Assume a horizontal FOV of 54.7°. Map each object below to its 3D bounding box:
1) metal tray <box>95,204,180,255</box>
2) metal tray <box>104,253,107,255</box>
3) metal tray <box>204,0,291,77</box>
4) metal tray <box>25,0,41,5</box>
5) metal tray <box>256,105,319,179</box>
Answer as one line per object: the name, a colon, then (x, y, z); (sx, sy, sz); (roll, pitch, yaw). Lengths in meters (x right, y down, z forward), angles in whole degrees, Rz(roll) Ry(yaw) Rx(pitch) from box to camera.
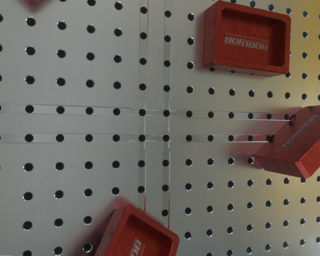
metal tray: (-0.034, 0.169, 0.364); (0.090, 0.030, 0.130); (38, 46, -16)
metal tray: (-0.087, 0.215, 0.336); (0.030, 0.090, 0.130); (39, 87, -16)
metal tray: (0.131, -0.129, 0.459); (0.131, 0.030, 0.089); (3, 89, -21)
metal tray: (-0.162, -0.220, 0.349); (0.130, 0.030, 0.090); (45, 76, -15)
metal tray: (0.217, 0.016, 0.460); (0.130, 0.090, 0.030); (-40, 103, -16)
